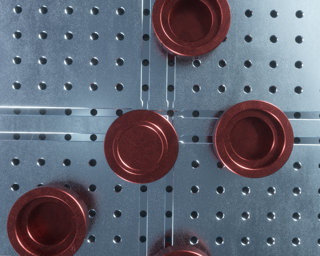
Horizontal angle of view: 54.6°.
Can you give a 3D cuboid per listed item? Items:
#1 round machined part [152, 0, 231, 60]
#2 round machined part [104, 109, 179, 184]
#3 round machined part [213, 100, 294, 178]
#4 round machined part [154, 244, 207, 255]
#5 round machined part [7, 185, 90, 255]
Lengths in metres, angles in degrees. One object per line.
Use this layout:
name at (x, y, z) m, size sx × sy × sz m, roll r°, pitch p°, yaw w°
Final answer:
round machined part at (0.039, -0.138, 0.405) m, size 0.099 × 0.042 × 0.097 m, roll 0°, pitch 90°, yaw 0°
round machined part at (-0.024, 0.024, 0.405) m, size 0.099 × 0.042 × 0.097 m, roll 0°, pitch 90°, yaw 0°
round machined part at (0.118, 0.014, 0.406) m, size 0.099 × 0.042 × 0.097 m, roll 0°, pitch 90°, yaw 0°
round machined part at (0.027, 0.200, 0.405) m, size 0.099 × 0.042 × 0.097 m, roll 0°, pitch 90°, yaw 0°
round machined part at (-0.141, 0.122, 0.404) m, size 0.099 × 0.042 × 0.097 m, roll 0°, pitch 90°, yaw 0°
